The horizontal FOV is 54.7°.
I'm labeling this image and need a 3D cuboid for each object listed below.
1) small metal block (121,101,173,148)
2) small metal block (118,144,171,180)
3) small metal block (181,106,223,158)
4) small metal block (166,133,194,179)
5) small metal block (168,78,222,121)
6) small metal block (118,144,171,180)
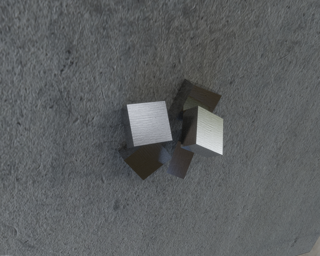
[{"bbox_3d":[-0.017,-0.004,0.382,0.050,0.025,0.050,-8,84,-25],"label":"small metal block"},{"bbox_3d":[-0.020,0.035,0.421,0.050,0.025,0.050,-38,130,-3],"label":"small metal block"},{"bbox_3d":[0.054,0.006,0.394,0.050,0.025,0.050,23,62,-37],"label":"small metal block"},{"bbox_3d":[0.033,0.035,0.430,0.025,0.050,0.050,20,112,4],"label":"small metal block"},{"bbox_3d":[0.046,-0.033,0.415,0.050,0.025,0.050,15,111,-35],"label":"small metal block"},{"bbox_3d":[-0.020,0.035,0.421,0.050,0.025,0.050,-39,129,-3],"label":"small metal block"}]
